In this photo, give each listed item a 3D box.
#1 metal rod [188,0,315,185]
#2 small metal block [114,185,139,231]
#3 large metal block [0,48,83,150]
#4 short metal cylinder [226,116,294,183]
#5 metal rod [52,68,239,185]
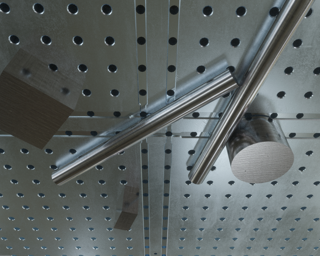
[{"bbox_3d":[0.100,-0.031,0.385,0.025,0.025,0.298,13,129,-11],"label":"metal rod"},{"bbox_3d":[-0.055,0.131,0.506,0.025,0.050,0.050,16,128,-13],"label":"small metal block"},{"bbox_3d":[-0.152,-0.032,0.367,0.080,0.050,0.080,32,123,-25],"label":"large metal block"},{"bbox_3d":[0.133,0.031,0.423,0.081,0.050,0.079,0,130,0],"label":"short metal cylinder"},{"bbox_3d":[-0.035,0.009,0.418,0.300,0.025,0.025,-29,125,22],"label":"metal rod"}]
